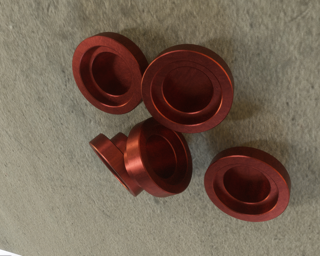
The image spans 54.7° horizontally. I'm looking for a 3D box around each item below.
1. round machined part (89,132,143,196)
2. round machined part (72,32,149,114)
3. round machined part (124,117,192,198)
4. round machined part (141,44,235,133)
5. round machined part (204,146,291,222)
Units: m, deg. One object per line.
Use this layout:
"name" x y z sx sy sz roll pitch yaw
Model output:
"round machined part" -0.050 0.044 0.428 0.098 0.042 0.098 45 164 17
"round machined part" -0.054 -0.069 0.380 0.098 0.042 0.097 13 124 20
"round machined part" -0.006 0.038 0.385 0.042 0.098 0.098 -24 105 36
"round machined part" 0.032 -0.046 0.343 0.098 0.042 0.097 8 124 12
"round machined part" 0.107 0.063 0.378 0.098 0.042 0.097 13 124 20
